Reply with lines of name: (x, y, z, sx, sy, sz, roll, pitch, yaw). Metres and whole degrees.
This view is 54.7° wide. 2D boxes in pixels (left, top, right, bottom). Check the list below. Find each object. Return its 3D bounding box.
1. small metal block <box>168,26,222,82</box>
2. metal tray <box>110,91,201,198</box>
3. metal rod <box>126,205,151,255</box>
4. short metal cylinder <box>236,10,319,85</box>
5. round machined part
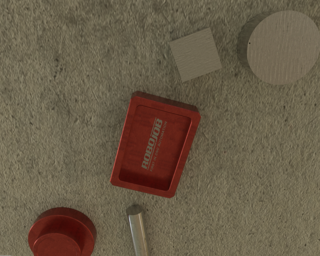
small metal block: (0.042, -0.090, 0.377, 0.050, 0.025, 0.050, -19, 109, 6)
metal tray: (-0.008, 0.024, 0.415, 0.091, 0.030, 0.129, 14, 109, -6)
metal rod: (-0.019, 0.259, 0.504, 0.025, 0.025, 0.298, -7, 110, 2)
short metal cylinder: (0.136, -0.095, 0.363, 0.081, 0.050, 0.079, 0, 110, 0)
round machined part: (-0.148, 0.172, 0.463, 0.099, 0.042, 0.097, 0, 110, 0)
